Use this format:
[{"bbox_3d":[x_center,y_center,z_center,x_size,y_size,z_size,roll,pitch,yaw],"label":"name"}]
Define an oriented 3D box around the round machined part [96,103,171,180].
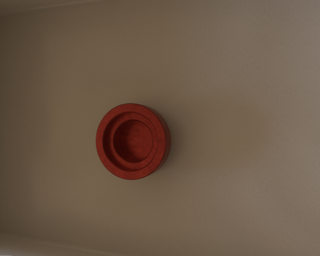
[{"bbox_3d":[-0.032,0.017,0.412,0.098,0.042,0.097,0,90,19],"label":"round machined part"}]
